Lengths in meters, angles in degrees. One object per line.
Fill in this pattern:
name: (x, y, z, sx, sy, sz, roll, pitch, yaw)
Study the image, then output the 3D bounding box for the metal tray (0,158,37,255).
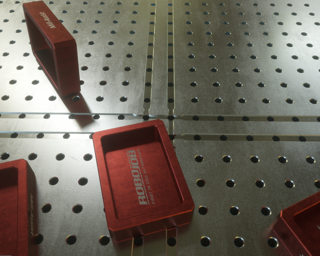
metal tray: (-0.179, 0.100, 0.319, 0.091, 0.030, 0.130, -12, 51, -10)

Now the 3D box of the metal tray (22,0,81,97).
metal tray: (-0.162, -0.119, 0.462, 0.030, 0.089, 0.130, -22, 53, -27)

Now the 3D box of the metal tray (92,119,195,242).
metal tray: (-0.023, 0.053, 0.359, 0.091, 0.030, 0.130, -12, 51, -10)

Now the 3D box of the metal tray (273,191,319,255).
metal tray: (0.188, 0.125, 0.300, 0.091, 0.030, 0.130, -20, 53, -16)
